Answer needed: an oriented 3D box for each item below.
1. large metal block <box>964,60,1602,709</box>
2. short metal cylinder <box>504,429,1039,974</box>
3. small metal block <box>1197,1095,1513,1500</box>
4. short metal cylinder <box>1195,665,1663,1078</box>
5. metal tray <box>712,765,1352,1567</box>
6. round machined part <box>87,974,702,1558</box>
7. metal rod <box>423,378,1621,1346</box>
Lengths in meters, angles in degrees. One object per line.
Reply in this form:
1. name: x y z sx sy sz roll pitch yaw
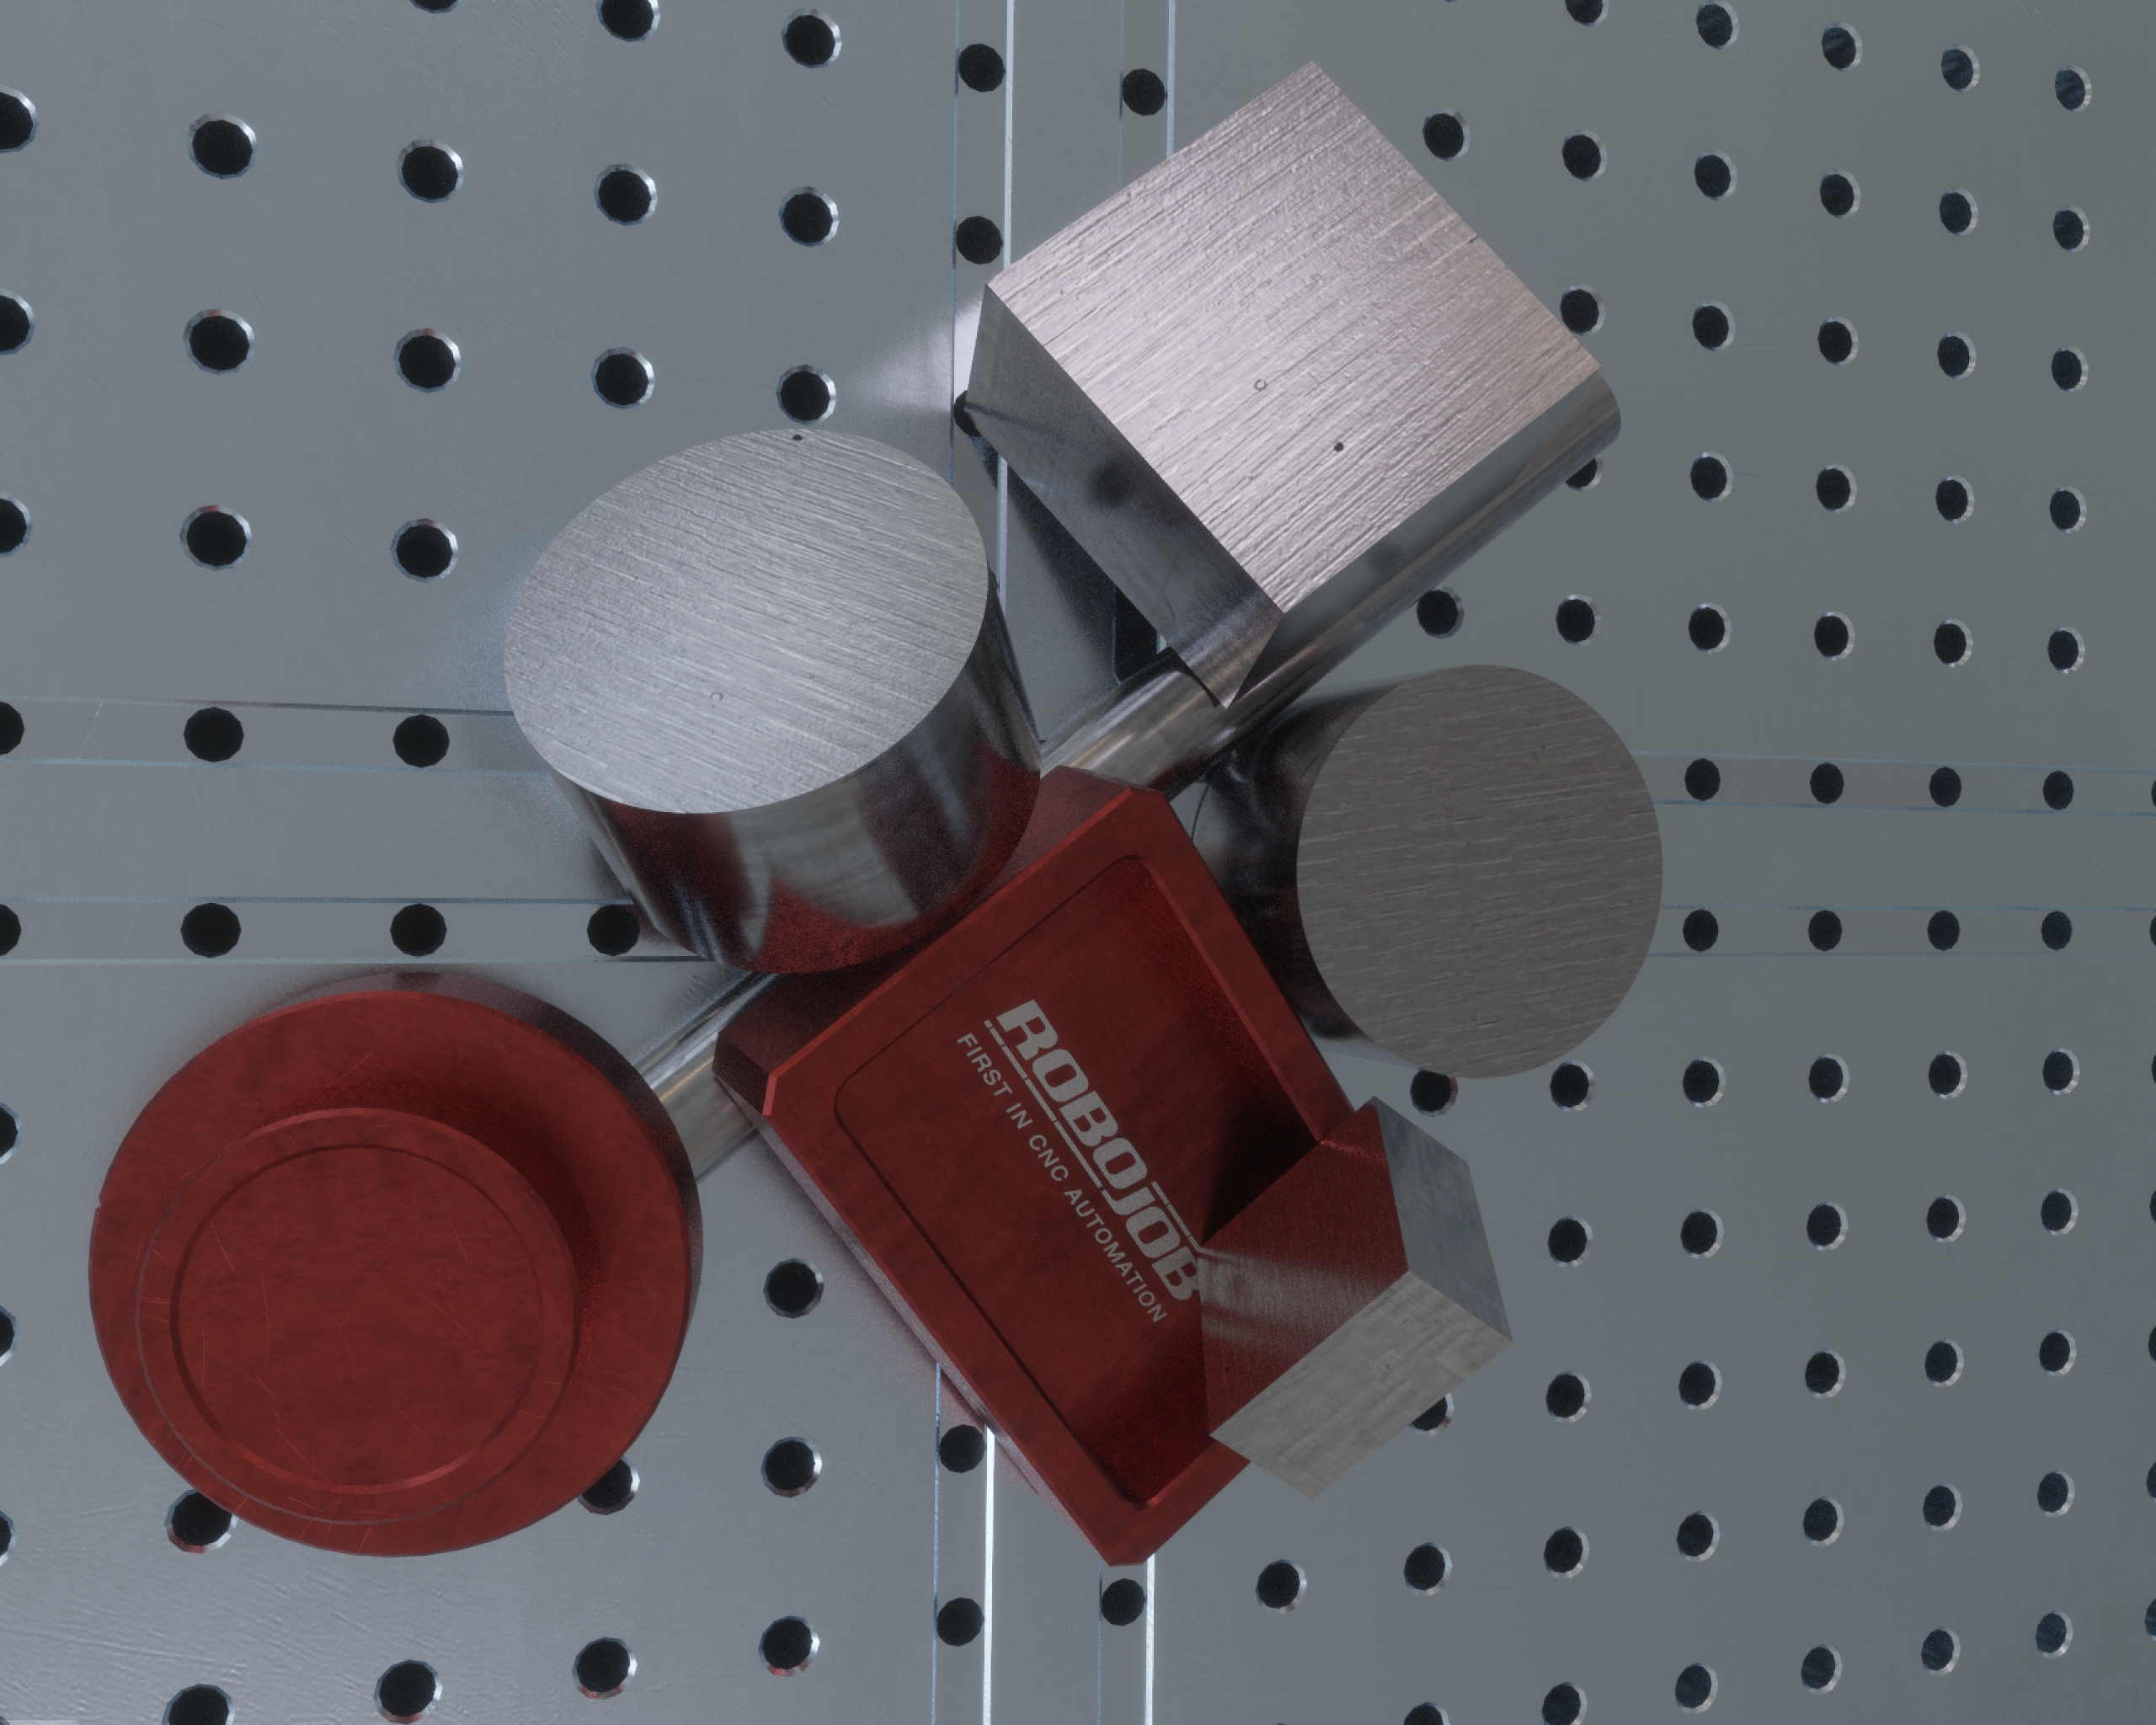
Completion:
1. large metal block: 0.037 -0.090 0.400 0.080 0.050 0.080 -39 83 -16
2. short metal cylinder: -0.050 -0.028 0.359 0.080 0.050 0.080 -5 57 7
3. small metal block: 0.049 0.080 0.387 0.025 0.050 0.050 37 113 -19
4. short metal cylinder: 0.070 0.002 0.424 0.081 0.050 0.079 0 90 -20
5. metal tray: 0.004 0.058 0.396 0.090 0.030 0.130 -39 115 -15
6. round machined part: -0.114 0.070 0.348 0.099 0.042 0.097 -1 96 -5
7. metal rod: -0.005 -0.009 0.412 0.301 0.025 0.025 -39 103 -15
